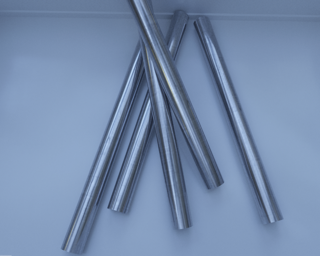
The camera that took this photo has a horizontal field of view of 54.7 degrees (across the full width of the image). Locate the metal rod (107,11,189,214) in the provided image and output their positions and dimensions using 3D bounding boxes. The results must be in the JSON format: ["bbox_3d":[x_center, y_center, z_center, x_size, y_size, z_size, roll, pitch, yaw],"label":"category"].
[{"bbox_3d":[-0.010,-0.035,0.422,0.025,0.025,0.299,16,70,5],"label":"metal rod"}]

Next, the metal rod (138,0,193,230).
[{"bbox_3d":[0.002,-0.027,0.395,0.025,0.025,0.298,-9,79,-4],"label":"metal rod"}]

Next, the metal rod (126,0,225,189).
[{"bbox_3d":[0.010,-0.066,0.381,0.025,0.025,0.299,-23,92,-8],"label":"metal rod"}]

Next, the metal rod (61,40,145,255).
[{"bbox_3d":[-0.060,0.007,0.406,0.025,0.025,0.299,15,70,5],"label":"metal rod"}]

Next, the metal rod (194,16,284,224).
[{"bbox_3d":[0.099,-0.024,0.419,0.025,0.025,0.299,-13,71,-5],"label":"metal rod"}]
